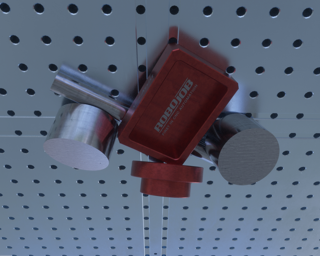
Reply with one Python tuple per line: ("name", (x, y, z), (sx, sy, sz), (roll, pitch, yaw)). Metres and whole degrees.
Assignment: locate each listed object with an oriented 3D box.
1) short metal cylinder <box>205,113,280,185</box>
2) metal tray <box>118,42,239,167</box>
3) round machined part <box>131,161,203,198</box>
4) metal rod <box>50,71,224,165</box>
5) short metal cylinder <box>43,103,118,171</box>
("short metal cylinder", (0.105, 0.027, 0.403), (0.081, 0.050, 0.079), (-4, 114, -10))
("metal tray", (0.019, -0.023, 0.370), (0.090, 0.030, 0.129), (25, 112, -20))
("round machined part", (0.009, 0.071, 0.425), (0.099, 0.042, 0.098), (6, 173, 1))
("metal rod", (0.004, 0.005, 0.415), (0.302, 0.025, 0.025), (25, 126, -20))
("short metal cylinder", (-0.097, 0.013, 0.390), (0.080, 0.050, 0.080), (8, 147, 5))
